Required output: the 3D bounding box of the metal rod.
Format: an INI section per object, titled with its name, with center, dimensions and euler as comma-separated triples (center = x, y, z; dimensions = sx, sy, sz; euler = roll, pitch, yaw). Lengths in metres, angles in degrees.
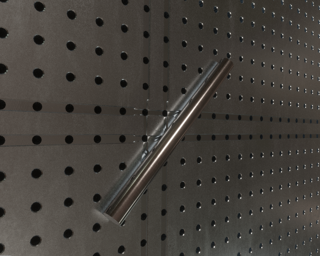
[metal rod]
center = 0.026, 0.002, 0.432
dimensions = 0.301, 0.025, 0.025
euler = -52, 121, -27
